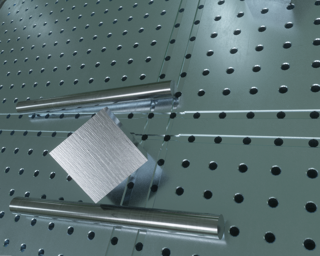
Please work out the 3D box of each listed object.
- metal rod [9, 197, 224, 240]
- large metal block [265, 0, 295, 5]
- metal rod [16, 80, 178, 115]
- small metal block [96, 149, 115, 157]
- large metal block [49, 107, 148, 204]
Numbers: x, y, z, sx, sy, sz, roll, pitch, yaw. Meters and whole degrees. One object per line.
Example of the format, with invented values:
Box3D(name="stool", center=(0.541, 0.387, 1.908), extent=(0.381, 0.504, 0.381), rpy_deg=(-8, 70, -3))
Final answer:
Box3D(name="metal rod", center=(-0.073, 0.106, 0.381), extent=(0.300, 0.025, 0.025), rpy_deg=(-2, 61, 27))
Box3D(name="large metal block", center=(0.171, -0.232, 0.444), extent=(0.080, 0.050, 0.080), rpy_deg=(32, 79, 38))
Box3D(name="metal rod", center=(-0.116, -0.046, 0.496), extent=(0.300, 0.025, 0.025), rpy_deg=(-4, 60, 26))
Box3D(name="small metal block", center=(-0.083, 0.017, 0.442), extent=(0.050, 0.025, 0.050), rpy_deg=(-2, 61, 27))
Box3D(name="large metal block", center=(-0.072, 0.031, 0.384), extent=(0.080, 0.080, 0.050), rpy_deg=(-40, 8, 1))
